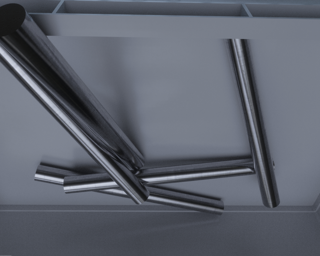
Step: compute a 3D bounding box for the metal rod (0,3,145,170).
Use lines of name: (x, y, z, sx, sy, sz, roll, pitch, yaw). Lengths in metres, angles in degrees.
metal rod: (-0.062, -0.007, 0.318, 0.025, 0.025, 0.300, -10, 156, 8)

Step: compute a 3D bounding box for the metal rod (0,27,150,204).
metal rod: (-0.108, -0.010, 0.371, 0.025, 0.025, 0.300, -27, 117, 21)

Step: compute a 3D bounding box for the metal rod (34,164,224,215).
metal rod: (-0.040, 0.101, 0.494, 0.302, 0.025, 0.025, 14, 129, -12)

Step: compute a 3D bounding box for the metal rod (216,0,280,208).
metal rod: (0.117, -0.007, 0.383, 0.025, 0.025, 0.299, -15, 123, 12)

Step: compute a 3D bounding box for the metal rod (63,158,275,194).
metal rod: (0.014, 0.068, 0.453, 0.302, 0.025, 0.025, -5, 130, -2)
